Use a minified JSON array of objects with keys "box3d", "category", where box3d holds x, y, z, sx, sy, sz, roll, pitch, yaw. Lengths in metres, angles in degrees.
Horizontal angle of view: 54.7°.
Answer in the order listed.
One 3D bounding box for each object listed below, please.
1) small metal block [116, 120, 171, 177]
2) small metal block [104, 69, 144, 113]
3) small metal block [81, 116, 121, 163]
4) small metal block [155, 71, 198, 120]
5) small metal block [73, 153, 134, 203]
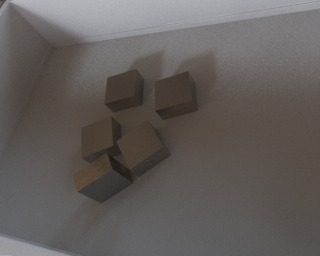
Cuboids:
[{"box3d":[-0.022,0.026,0.400,0.050,0.025,0.050,-35,51,4],"category":"small metal block"},{"box3d":[-0.053,-0.056,0.466,0.050,0.025,0.050,-13,56,21],"category":"small metal block"},{"box3d":[-0.082,0.018,0.436,0.050,0.025,0.050,-21,54,15],"category":"small metal block"},{"box3d":[0.021,-0.044,0.420,0.050,0.025,0.050,-15,56,19],"category":"small metal block"},{"box3d":[-0.070,0.064,0.386,0.050,0.050,0.025,-33,52,6],"category":"small metal block"}]
